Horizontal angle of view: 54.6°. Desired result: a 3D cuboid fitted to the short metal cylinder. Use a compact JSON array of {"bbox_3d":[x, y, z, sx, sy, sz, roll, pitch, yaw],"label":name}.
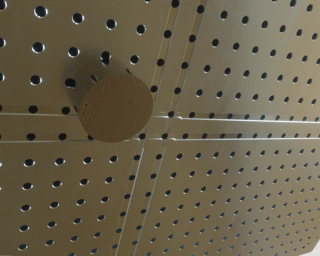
[{"bbox_3d":[-0.055,-0.031,0.346,0.081,0.050,0.080,-14,124,-21],"label":"short metal cylinder"}]
